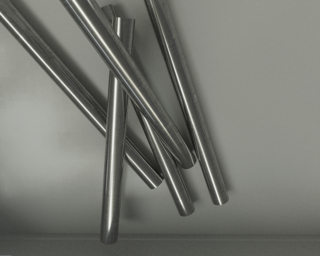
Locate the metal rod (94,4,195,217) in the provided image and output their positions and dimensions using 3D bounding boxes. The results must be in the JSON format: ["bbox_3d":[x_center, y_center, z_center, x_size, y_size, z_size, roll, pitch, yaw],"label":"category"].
[{"bbox_3d":[-0.013,-0.008,0.407,0.025,0.025,0.299,-20,109,7],"label":"metal rod"}]

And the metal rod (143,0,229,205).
[{"bbox_3d":[0.039,-0.027,0.401,0.025,0.025,0.298,-18,109,6],"label":"metal rod"}]

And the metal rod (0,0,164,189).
[{"bbox_3d":[-0.096,-0.033,0.397,0.025,0.025,0.300,-36,107,12],"label":"metal rod"}]

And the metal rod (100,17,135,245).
[{"bbox_3d":[-0.056,0.018,0.389,0.025,0.025,0.298,6,110,-3],"label":"metal rod"}]

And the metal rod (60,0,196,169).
[{"bbox_3d":[-0.024,-0.043,0.329,0.025,0.025,0.300,-27,134,9],"label":"metal rod"}]
